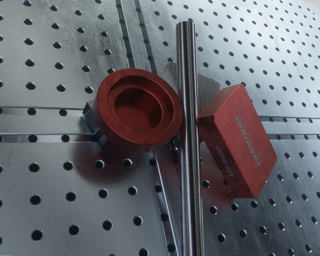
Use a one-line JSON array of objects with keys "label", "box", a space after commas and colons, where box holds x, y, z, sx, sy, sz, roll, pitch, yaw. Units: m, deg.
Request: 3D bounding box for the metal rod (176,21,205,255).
[{"label": "metal rod", "box": [0.034, 0.015, 0.362, 0.025, 0.025, 0.299, 6, 75, -25]}]

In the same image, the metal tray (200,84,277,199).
[{"label": "metal tray", "box": [0.106, 0.018, 0.414, 0.090, 0.030, 0.130, -45, 113, -38]}]

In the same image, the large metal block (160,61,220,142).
[{"label": "large metal block", "box": [0.034, -0.033, 0.427, 0.080, 0.050, 0.080, 21, 54, -16]}]

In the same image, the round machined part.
[{"label": "round machined part", "box": [-0.027, -0.016, 0.353, 0.099, 0.042, 0.098, 11, 58, -19]}]

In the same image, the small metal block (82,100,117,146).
[{"label": "small metal block", "box": [-0.058, -0.013, 0.381, 0.050, 0.025, 0.050, -25, 75, -37]}]
